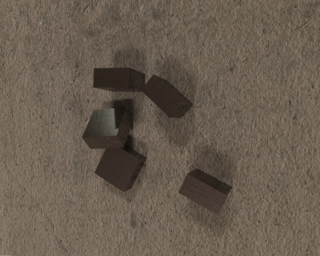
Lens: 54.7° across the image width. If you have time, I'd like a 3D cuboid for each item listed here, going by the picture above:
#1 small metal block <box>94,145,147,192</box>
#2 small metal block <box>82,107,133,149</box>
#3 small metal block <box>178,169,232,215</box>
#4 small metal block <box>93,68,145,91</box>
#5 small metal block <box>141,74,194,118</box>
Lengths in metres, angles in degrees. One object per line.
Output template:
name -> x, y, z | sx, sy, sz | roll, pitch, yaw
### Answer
small metal block -> -0.054, 0.052, 0.427 | 0.050, 0.025, 0.050 | 29, 99, 17
small metal block -> -0.070, 0.000, 0.418 | 0.050, 0.025, 0.050 | -3, 48, 19
small metal block -> 0.056, 0.075, 0.375 | 0.050, 0.050, 0.025 | 27, 99, 17
small metal block -> -0.053, -0.063, 0.413 | 0.050, 0.050, 0.025 | 3, 91, 19
small metal block -> 0.010, -0.039, 0.391 | 0.050, 0.050, 0.025 | 44, 104, 14
